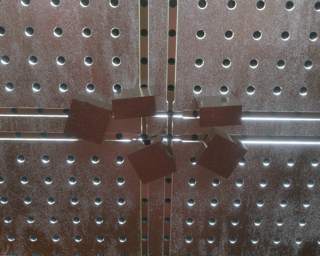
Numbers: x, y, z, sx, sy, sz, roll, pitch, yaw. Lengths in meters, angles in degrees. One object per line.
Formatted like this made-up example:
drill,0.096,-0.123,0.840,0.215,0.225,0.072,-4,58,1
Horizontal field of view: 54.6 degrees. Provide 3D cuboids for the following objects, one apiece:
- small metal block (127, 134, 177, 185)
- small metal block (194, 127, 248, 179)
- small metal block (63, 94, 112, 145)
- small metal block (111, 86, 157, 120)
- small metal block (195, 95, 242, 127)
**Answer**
small metal block,-0.011,0.043,0.429,0.050,0.025,0.050,-24,109,8
small metal block,0.083,0.034,0.427,0.050,0.025,0.050,27,108,-10
small metal block,-0.093,-0.012,0.408,0.050,0.025,0.050,18,109,-7
small metal block,-0.030,-0.032,0.388,0.050,0.050,0.025,-5,110,2
small metal block,0.072,-0.022,0.392,0.050,0.050,0.025,-3,110,1
